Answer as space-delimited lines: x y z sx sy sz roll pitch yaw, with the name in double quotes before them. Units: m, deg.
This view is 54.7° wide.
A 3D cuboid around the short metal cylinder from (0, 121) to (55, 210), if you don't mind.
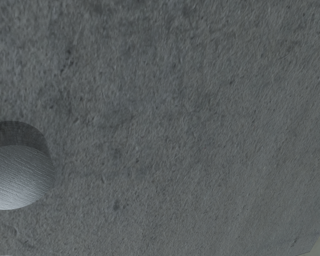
"short metal cylinder" -0.158 0.039 0.329 0.081 0.050 0.079 -14 125 -21
